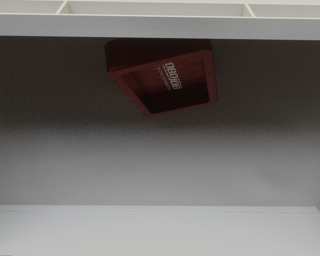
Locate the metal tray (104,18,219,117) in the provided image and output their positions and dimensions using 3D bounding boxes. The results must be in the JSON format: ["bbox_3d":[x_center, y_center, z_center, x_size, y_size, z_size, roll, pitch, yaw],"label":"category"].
[{"bbox_3d":[0.010,-0.052,0.318,0.090,0.030,0.130,-12,162,9],"label":"metal tray"}]
